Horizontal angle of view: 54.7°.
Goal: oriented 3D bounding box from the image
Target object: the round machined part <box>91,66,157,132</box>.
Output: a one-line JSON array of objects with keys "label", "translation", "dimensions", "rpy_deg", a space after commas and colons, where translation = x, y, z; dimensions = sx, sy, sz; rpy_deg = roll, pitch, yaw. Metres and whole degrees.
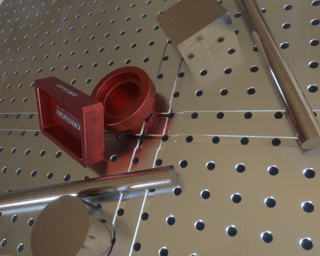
[{"label": "round machined part", "translation": [-0.049, -0.037, 0.444], "dimensions": [0.098, 0.042, 0.098], "rpy_deg": [-13, 57, 21]}]

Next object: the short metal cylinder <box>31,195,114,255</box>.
[{"label": "short metal cylinder", "translation": [-0.103, 0.126, 0.367], "dimensions": [0.080, 0.050, 0.080], "rpy_deg": [-13, 56, 20]}]

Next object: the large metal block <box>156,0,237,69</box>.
[{"label": "large metal block", "translation": [0.052, -0.148, 0.454], "dimensions": [0.080, 0.050, 0.080], "rpy_deg": [-33, 52, 6]}]

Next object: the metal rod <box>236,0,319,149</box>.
[{"label": "metal rod", "translation": [0.139, -0.107, 0.400], "dimensions": [0.025, 0.025, 0.299], "rpy_deg": [-20, 54, 16]}]

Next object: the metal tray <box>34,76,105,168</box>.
[{"label": "metal tray", "translation": [-0.130, -0.012, 0.441], "dimensions": [0.130, 0.089, 0.030], "rpy_deg": [28, 36, 37]}]

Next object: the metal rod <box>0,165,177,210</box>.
[{"label": "metal rod", "translation": [-0.122, 0.085, 0.417], "dimensions": [0.301, 0.025, 0.025], "rpy_deg": [-12, 57, 21]}]
